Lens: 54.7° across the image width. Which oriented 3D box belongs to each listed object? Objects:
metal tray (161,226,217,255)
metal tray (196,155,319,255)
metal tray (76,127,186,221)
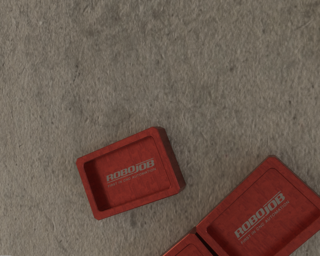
[{"bbox_3d":[0.029,0.202,0.395,0.130,0.030,0.090,-45,77,14],"label":"metal tray"},{"bbox_3d":[0.119,0.107,0.364,0.090,0.030,0.130,45,104,14],"label":"metal tray"},{"bbox_3d":[-0.041,0.062,0.419,0.130,0.030,0.090,-23,83,18],"label":"metal tray"}]
